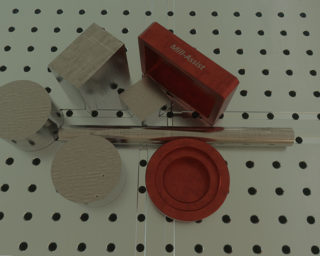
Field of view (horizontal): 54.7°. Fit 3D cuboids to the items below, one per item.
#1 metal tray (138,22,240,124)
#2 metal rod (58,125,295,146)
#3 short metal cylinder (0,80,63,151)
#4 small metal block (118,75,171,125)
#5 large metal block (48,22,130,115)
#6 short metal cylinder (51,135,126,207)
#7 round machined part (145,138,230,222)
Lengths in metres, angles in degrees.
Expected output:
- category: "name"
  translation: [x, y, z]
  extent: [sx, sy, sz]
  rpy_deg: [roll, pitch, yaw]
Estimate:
- category: "metal tray"
  translation: [0.032, -0.068, 0.402]
  extent: [0.130, 0.090, 0.030]
  rpy_deg: [38, 75, 13]
- category: "metal rod"
  translation: [0.021, 0.010, 0.408]
  extent: [0.302, 0.025, 0.025]
  rpy_deg: [1, 70, 0]
- category: "short metal cylinder"
  translation: [-0.173, -0.015, 0.402]
  extent: [0.081, 0.050, 0.080]
  rpy_deg: [0, 70, 0]
- category: "small metal block"
  translation: [-0.020, -0.036, 0.425]
  extent: [0.050, 0.025, 0.050]
  rpy_deg: [-37, 74, -13]
- category: "large metal block"
  translation: [-0.088, -0.075, 0.410]
  extent: [0.050, 0.080, 0.080]
  rpy_deg: [37, 74, 12]
- category: "short metal cylinder"
  translation: [-0.084, 0.054, 0.377]
  extent: [0.081, 0.050, 0.080]
  rpy_deg: [0, 70, 0]
- category: "round machined part"
  translation: [0.032, 0.064, 0.379]
  extent: [0.099, 0.042, 0.098]
  rpy_deg: [0, 70, 0]
